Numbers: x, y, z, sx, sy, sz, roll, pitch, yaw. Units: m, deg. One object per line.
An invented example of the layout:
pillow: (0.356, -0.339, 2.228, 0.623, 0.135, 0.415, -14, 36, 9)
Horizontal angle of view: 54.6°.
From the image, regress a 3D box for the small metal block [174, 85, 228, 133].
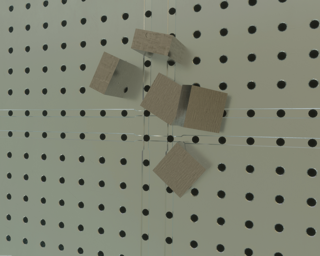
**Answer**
small metal block: (0.050, -0.023, 0.381, 0.050, 0.025, 0.050, 9, 95, -24)

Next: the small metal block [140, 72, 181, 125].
small metal block: (0.010, -0.038, 0.409, 0.050, 0.025, 0.050, 34, 101, 17)

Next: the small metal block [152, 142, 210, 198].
small metal block: (0.028, 0.053, 0.403, 0.050, 0.025, 0.050, 43, 103, 15)

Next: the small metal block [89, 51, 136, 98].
small metal block: (-0.063, -0.071, 0.422, 0.025, 0.050, 0.050, 28, 99, 18)

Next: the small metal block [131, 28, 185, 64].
small metal block: (-0.002, -0.105, 0.400, 0.050, 0.050, 0.025, 16, 96, 19)
